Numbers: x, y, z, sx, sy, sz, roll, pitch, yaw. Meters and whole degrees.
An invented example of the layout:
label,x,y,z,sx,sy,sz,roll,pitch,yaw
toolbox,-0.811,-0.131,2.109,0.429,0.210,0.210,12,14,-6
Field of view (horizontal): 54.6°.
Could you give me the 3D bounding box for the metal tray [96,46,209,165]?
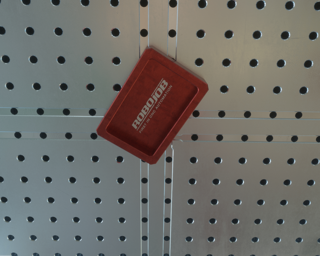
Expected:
label,x,y,z,sx,sy,sz,roll,pitch,yaw
metal tray,-0.011,-0.027,0.400,0.090,0.030,0.129,31,107,-11
